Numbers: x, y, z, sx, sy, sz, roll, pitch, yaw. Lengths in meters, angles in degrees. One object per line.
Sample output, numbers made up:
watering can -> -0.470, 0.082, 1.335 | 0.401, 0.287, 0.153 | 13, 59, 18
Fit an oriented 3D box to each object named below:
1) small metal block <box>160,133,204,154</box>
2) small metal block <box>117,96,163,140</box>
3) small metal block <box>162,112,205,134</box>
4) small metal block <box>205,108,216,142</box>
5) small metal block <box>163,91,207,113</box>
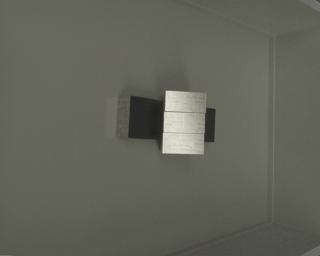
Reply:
small metal block -> 0.027, 0.020, 0.400 | 0.050, 0.050, 0.025 | 2, 88, -4
small metal block -> -0.025, -0.012, 0.386 | 0.050, 0.025, 0.050 | 5, 87, -40
small metal block -> 0.028, -0.006, 0.401 | 0.050, 0.050, 0.025 | 2, 88, -4
small metal block -> 0.054, -0.005, 0.453 | 0.050, 0.025, 0.050 | 4, 88, -40
small metal block -> 0.030, -0.031, 0.402 | 0.050, 0.050, 0.025 | 3, 88, -4
